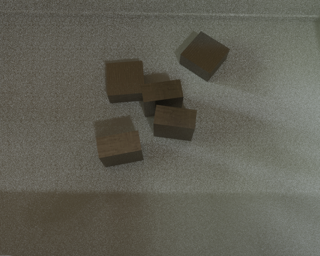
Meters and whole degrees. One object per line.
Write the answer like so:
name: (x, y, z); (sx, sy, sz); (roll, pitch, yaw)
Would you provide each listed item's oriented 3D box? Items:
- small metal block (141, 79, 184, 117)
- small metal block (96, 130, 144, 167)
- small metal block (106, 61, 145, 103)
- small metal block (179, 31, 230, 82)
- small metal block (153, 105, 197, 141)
small metal block: (0.003, -0.038, 0.410); (0.050, 0.050, 0.025); (-8, 71, -3)
small metal block: (-0.048, 0.027, 0.386); (0.050, 0.050, 0.025); (-11, 71, -4)
small metal block: (-0.047, -0.064, 0.433); (0.050, 0.025, 0.050); (-5, 70, -2)
small metal block: (0.064, -0.103, 0.448); (0.050, 0.025, 0.050); (36, 74, 12)
small metal block: (0.019, -0.005, 0.399); (0.050, 0.050, 0.025); (7, 70, 2)
